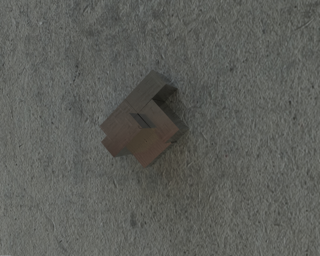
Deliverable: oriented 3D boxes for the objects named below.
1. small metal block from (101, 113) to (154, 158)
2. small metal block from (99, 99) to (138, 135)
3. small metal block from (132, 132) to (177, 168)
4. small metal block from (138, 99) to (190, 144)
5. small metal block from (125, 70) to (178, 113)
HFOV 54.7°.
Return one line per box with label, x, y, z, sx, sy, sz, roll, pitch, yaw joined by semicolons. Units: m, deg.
small metal block;-0.036;0.008;0.382;0.050;0.050;0.025;-45;76;14
small metal block;-0.044;-0.010;0.411;0.050;0.050;0.025;-45;76;14
small metal block;-0.015;0.018;0.415;0.050;0.025;0.050;-44;77;14
small metal block;0.006;-0.008;0.394;0.025;0.050;0.050;-45;77;14
small metal block;-0.010;-0.044;0.399;0.050;0.050;0.025;-45;76;14
